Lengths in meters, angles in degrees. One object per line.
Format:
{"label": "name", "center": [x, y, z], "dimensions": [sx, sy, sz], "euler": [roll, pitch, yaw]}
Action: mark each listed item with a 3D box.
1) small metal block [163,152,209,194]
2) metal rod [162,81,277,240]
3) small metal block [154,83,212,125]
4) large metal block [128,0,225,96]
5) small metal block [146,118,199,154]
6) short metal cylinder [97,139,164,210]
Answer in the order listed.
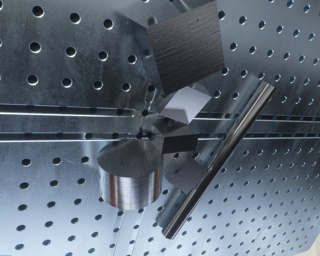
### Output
{"label": "small metal block", "center": [0.039, 0.067, 0.477], "dimensions": [0.050, 0.025, 0.050], "euler": [-46, 130, 4]}
{"label": "metal rod", "center": [0.089, 0.059, 0.498], "dimensions": [0.025, 0.025, 0.298], "euler": [21, 107, -36]}
{"label": "small metal block", "center": [0.029, -0.036, 0.399], "dimensions": [0.050, 0.025, 0.050], "euler": [18, 123, -36]}
{"label": "large metal block", "center": [0.021, -0.095, 0.349], "dimensions": [0.080, 0.050, 0.080], "euler": [-26, 128, -12]}
{"label": "small metal block", "center": [0.015, 0.008, 0.410], "dimensions": [0.050, 0.050, 0.025], "euler": [-4, 120, -27]}
{"label": "short metal cylinder", "center": [-0.037, 0.056, 0.392], "dimensions": [0.081, 0.080, 0.050], "euler": [-11, 124, -23]}
